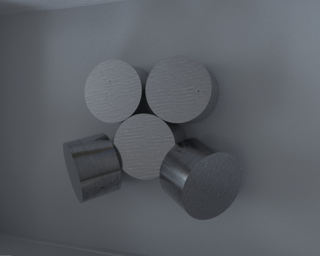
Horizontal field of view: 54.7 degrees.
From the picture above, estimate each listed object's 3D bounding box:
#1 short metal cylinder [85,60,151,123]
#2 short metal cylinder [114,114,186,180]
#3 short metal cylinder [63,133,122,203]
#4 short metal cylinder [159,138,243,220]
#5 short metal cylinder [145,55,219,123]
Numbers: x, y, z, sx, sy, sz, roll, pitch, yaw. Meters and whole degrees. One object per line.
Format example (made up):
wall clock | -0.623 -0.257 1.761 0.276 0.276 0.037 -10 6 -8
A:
short metal cylinder | -0.051 -0.046 0.412 0.080 0.050 0.079 0 90 19
short metal cylinder | -0.011 0.022 0.397 0.080 0.050 0.079 0 90 19
short metal cylinder | -0.089 0.051 0.404 0.050 0.080 0.080 -16 83 -26
short metal cylinder | 0.047 0.057 0.356 0.050 0.081 0.080 30 103 57
short metal cylinder | 0.029 -0.046 0.385 0.080 0.050 0.079 0 90 19
